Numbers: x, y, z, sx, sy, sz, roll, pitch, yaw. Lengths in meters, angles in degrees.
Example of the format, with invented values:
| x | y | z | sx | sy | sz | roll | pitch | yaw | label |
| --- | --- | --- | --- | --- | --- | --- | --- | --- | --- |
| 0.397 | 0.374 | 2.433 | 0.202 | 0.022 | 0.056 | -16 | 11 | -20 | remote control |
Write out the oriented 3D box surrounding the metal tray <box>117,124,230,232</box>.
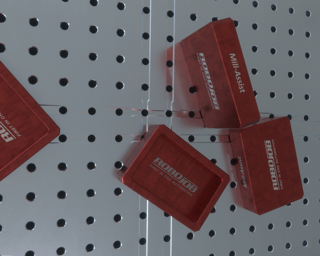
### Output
| x | y | z | sx | sy | sz | roll | pitch | yaw | label |
| --- | --- | --- | --- | --- | --- | --- | --- | --- | --- |
| 0.021 | 0.067 | 0.417 | 0.130 | 0.030 | 0.090 | 38 | 78 | -16 | metal tray |

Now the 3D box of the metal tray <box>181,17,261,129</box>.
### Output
| x | y | z | sx | sy | sz | roll | pitch | yaw | label |
| --- | --- | --- | --- | --- | --- | --- | --- | --- | --- |
| 0.075 | -0.065 | 0.405 | 0.030 | 0.090 | 0.129 | -20 | 97 | -19 | metal tray |

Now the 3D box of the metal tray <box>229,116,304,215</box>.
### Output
| x | y | z | sx | sy | sz | roll | pitch | yaw | label |
| --- | --- | --- | --- | --- | --- | --- | --- | --- | --- |
| 0.162 | 0.054 | 0.469 | 0.091 | 0.030 | 0.129 | -14 | 95 | -20 | metal tray |

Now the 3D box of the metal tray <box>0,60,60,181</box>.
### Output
| x | y | z | sx | sy | sz | roll | pitch | yaw | label |
| --- | --- | --- | --- | --- | --- | --- | --- | --- | --- |
| -0.187 | -0.017 | 0.340 | 0.090 | 0.030 | 0.130 | -42 | 103 | -15 | metal tray |
